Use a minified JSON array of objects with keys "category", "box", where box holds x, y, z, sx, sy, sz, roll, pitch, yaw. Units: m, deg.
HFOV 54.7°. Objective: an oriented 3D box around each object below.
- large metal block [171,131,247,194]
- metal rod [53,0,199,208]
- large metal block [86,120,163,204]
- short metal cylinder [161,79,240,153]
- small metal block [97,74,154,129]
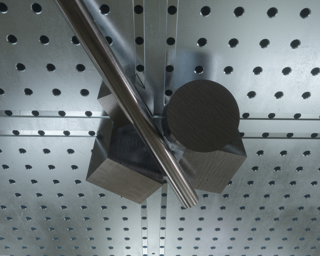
[{"category":"large metal block","box":[0.061,0.041,0.430,0.081,0.050,0.079,13,129,-12]},{"category":"metal rod","box":[-0.028,-0.019,0.355,0.025,0.025,0.299,-22,116,17]},{"category":"large metal block","box":[-0.043,0.041,0.410,0.080,0.080,0.050,30,124,-23]},{"category":"short metal cylinder","box":[0.044,-0.011,0.358,0.081,0.080,0.050,7,173,-6]},{"category":"small metal block","box":[-0.041,-0.032,0.384,0.050,0.025,0.050,-19,128,15]}]
